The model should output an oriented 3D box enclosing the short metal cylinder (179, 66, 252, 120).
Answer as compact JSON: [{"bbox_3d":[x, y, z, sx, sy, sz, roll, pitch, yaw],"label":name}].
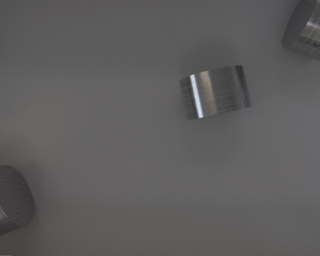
[{"bbox_3d":[0.068,-0.042,0.384,0.080,0.080,0.050,-12,90,0],"label":"short metal cylinder"}]

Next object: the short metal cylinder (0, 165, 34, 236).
[{"bbox_3d":[-0.201,0.092,0.382,0.050,0.080,0.080,-23,90,0],"label":"short metal cylinder"}]

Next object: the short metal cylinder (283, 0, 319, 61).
[{"bbox_3d":[0.197,-0.129,0.385,0.050,0.080,0.080,20,90,0],"label":"short metal cylinder"}]
